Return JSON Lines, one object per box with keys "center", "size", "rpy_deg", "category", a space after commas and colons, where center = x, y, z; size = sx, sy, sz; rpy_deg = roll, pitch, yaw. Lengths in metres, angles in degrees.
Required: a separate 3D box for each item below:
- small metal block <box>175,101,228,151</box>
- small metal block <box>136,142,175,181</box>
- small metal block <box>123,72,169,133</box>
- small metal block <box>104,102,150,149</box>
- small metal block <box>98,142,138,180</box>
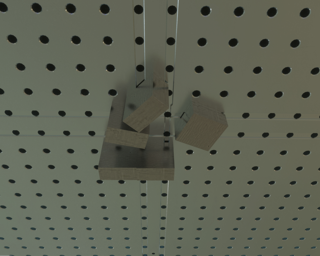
{"center": [0.054, -0.001, 0.412], "size": [0.050, 0.025, 0.050], "rpy_deg": [19, 127, -16], "category": "small metal block"}
{"center": [-0.006, 0.046, 0.435], "size": [0.050, 0.050, 0.025], "rpy_deg": [0, 130, -1], "category": "small metal block"}
{"center": [-0.016, -0.031, 0.369], "size": [0.025, 0.050, 0.050], "rpy_deg": [37, 121, -26], "category": "small metal block"}
{"center": [-0.040, -0.004, 0.391], "size": [0.050, 0.050, 0.025], "rpy_deg": [11, 130, -10], "category": "small metal block"}
{"center": [-0.056, 0.045, 0.433], "size": [0.050, 0.050, 0.025], "rpy_deg": [0, 130, -1], "category": "small metal block"}
